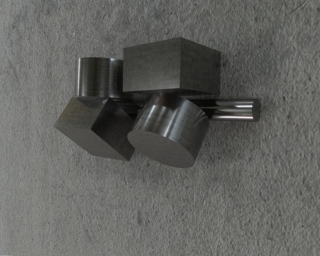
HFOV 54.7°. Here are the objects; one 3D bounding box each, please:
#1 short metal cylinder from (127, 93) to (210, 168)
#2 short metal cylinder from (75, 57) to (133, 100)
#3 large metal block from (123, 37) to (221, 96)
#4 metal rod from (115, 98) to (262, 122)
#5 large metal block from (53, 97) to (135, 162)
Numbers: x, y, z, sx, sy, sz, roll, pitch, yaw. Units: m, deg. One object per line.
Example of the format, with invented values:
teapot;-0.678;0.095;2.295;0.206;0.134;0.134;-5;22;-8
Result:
short metal cylinder;0.010;0.004;0.354;0.080;0.080;0.050;2;57;40
short metal cylinder;-0.077;-0.067;0.434;0.080;0.081;0.050;5;93;40
large metal block;0.015;-0.065;0.358;0.080;0.081;0.050;2;92;40
metal rod;-0.014;-0.025;0.420;0.300;0.025;0.025;3;92;39
large metal block;-0.084;0.001;0.432;0.080;0.080;0.050;4;58;39
